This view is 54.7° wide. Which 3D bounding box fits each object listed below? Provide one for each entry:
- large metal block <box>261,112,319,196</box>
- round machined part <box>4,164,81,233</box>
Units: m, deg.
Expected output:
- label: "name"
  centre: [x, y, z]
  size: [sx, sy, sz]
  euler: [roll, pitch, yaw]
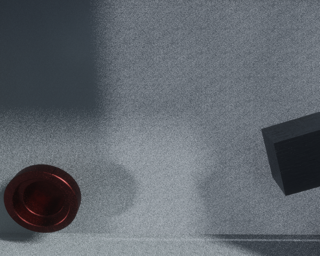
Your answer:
- label: "large metal block"
  centre: [0.191, 0.034, 0.413]
  size: [0.080, 0.050, 0.080]
  euler: [-17, 110, 6]
- label: "round machined part"
  centre: [-0.160, 0.094, 0.435]
  size: [0.099, 0.042, 0.097]
  euler: [0, 110, -1]
